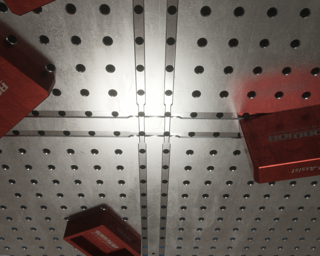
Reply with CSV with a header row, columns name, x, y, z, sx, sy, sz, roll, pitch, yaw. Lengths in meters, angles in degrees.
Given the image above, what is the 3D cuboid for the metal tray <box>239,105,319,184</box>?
name,x,y,z,sx,sy,sz,roll,pitch,yaw
metal tray,0.174,0.017,0.385,0.131,0.090,0.030,-10,130,8

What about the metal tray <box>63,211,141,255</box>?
name,x,y,z,sx,sy,sz,roll,pitch,yaw
metal tray,-0.106,0.215,0.589,0.090,0.030,0.130,-23,127,18

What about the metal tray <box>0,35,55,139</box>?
name,x,y,z,sx,sy,sz,roll,pitch,yaw
metal tray,-0.203,-0.042,0.370,0.130,0.030,0.090,-33,123,24

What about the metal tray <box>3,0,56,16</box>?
name,x,y,z,sx,sy,sz,roll,pitch,yaw
metal tray,-0.095,-0.165,0.267,0.130,0.030,0.090,-17,129,13
